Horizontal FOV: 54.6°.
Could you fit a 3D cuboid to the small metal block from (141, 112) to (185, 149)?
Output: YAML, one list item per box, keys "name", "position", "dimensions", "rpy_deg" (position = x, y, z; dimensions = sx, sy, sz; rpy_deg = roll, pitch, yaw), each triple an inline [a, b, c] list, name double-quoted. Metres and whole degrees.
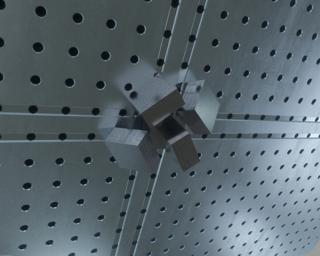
- name: "small metal block"
  position: [0.004, 0.000, 0.412]
  dimensions: [0.050, 0.025, 0.050]
  rpy_deg: [0, 118, -30]

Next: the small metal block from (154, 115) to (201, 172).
- name: "small metal block"
  position: [0.020, 0.018, 0.384]
  dimensions: [0.025, 0.050, 0.050]
  rpy_deg: [-32, 129, -8]

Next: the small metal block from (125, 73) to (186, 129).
- name: "small metal block"
  position: [-0.006, -0.034, 0.370]
  dimensions: [0.050, 0.050, 0.025]
  rpy_deg: [-35, 129, -5]

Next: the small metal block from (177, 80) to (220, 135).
- name: "small metal block"
  position: [0.052, -0.026, 0.405]
  dimensions: [0.050, 0.025, 0.050]
  rpy_deg: [50, 49, -39]

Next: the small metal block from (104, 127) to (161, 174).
- name: "small metal block"
  position: [-0.034, 0.028, 0.389]
  dimensions: [0.025, 0.050, 0.050]
  rpy_deg: [-58, 140, -37]
